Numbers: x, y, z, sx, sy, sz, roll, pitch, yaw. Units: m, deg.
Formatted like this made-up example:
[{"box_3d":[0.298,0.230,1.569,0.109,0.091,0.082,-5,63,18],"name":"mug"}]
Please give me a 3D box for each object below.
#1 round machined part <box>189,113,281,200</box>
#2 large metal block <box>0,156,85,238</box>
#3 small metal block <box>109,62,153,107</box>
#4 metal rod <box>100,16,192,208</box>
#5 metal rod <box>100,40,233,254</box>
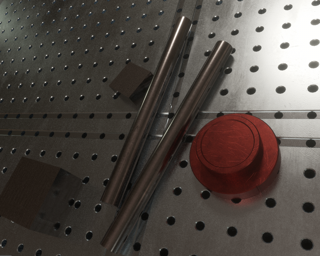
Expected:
[{"box_3d":[0.078,0.025,0.340,0.098,0.042,0.098,-13,56,20],"name":"round machined part"},{"box_3d":[-0.164,0.092,0.420,0.080,0.050,0.080,9,66,31],"name":"large metal block"},{"box_3d":[-0.041,-0.067,0.469,0.050,0.025,0.050,32,79,37],"name":"small metal block"},{"box_3d":[-0.012,-0.036,0.435,0.025,0.025,0.300,8,65,31],"name":"metal rod"},{"box_3d":[0.016,0.012,0.391,0.025,0.025,0.300,20,72,35],"name":"metal rod"}]
